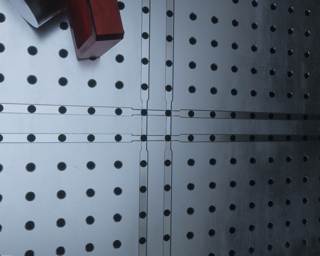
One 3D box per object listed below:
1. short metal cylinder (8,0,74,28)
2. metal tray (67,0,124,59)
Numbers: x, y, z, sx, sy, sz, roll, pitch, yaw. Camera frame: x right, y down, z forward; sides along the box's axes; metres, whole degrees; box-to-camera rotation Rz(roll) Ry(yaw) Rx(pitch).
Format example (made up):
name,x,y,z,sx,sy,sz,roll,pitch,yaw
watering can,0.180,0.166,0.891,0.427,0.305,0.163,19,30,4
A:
name,x,y,z,sx,sy,sz,roll,pitch,yaw
short metal cylinder,-0.139,-0.157,0.332,0.050,0.080,0.080,-44,104,-15
metal tray,-0.082,-0.152,0.346,0.030,0.090,0.129,-14,95,-26
